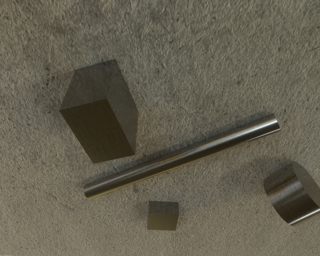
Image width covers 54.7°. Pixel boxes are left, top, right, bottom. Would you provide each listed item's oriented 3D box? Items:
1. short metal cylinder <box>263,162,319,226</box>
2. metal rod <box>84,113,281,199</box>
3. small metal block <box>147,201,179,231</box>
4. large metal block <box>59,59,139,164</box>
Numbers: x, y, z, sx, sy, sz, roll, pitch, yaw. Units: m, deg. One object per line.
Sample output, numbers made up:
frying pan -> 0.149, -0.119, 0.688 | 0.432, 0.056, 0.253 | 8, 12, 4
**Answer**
short metal cylinder -> 0.199, 0.097, 0.457 | 0.080, 0.080, 0.050 | 35, 122, -26
metal rod -> 0.020, 0.047, 0.447 | 0.300, 0.025, 0.025 | -22, 127, 17
small metal block -> 0.004, 0.153, 0.538 | 0.050, 0.025, 0.050 | 4, 130, -4
large metal block -> -0.063, -0.019, 0.354 | 0.050, 0.080, 0.080 | -13, 129, 10
